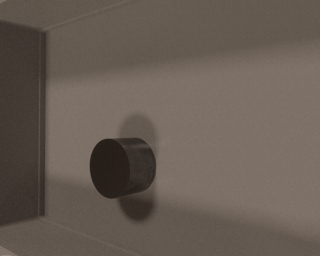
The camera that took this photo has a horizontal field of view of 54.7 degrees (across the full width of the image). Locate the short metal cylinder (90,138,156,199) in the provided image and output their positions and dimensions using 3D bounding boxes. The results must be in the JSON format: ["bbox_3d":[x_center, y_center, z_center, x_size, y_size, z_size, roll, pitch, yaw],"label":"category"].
[{"bbox_3d":[-0.052,0.054,0.431,0.080,0.050,0.079,0,90,39],"label":"short metal cylinder"}]
